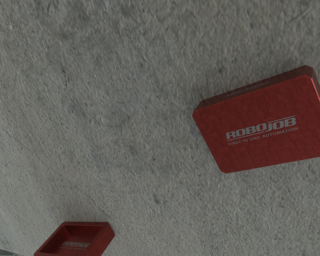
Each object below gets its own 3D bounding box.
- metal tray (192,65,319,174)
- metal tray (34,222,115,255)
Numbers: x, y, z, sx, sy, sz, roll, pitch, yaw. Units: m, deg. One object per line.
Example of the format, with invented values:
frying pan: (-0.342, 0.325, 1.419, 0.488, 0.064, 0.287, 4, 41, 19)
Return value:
metal tray: (0.113, -0.003, 0.342, 0.130, 0.030, 0.090, -18, 110, 34)
metal tray: (-0.160, 0.220, 0.582, 0.130, 0.090, 0.030, -10, 113, 32)
